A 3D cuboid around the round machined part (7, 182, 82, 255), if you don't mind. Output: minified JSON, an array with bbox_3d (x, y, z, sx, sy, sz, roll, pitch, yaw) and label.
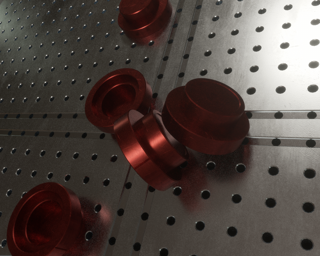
[{"bbox_3d":[-0.140,0.122,0.394,0.098,0.042,0.098,-13,56,20],"label":"round machined part"}]

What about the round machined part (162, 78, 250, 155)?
[{"bbox_3d":[0.054,-0.020,0.345,0.099,0.042,0.098,11,40,-9],"label":"round machined part"}]

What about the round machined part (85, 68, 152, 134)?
[{"bbox_3d":[-0.055,-0.035,0.446,0.098,0.042,0.098,-13,56,20],"label":"round machined part"}]

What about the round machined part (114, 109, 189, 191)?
[{"bbox_3d":[-0.004,0.018,0.349,0.042,0.098,0.098,-36,51,13],"label":"round machined part"}]

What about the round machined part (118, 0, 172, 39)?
[{"bbox_3d":[-0.032,-0.207,0.539,0.098,0.042,0.098,-13,56,20],"label":"round machined part"}]
